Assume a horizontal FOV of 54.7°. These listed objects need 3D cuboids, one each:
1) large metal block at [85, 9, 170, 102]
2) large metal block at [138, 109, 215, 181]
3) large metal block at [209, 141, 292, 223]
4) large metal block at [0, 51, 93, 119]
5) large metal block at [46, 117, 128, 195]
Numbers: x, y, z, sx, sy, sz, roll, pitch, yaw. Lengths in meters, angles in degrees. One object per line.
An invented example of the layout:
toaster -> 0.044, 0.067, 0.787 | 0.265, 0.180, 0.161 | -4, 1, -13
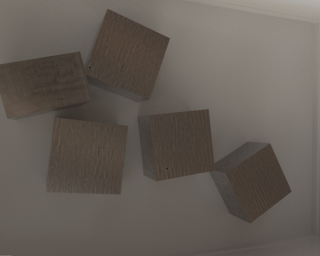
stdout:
large metal block -> -0.044, -0.084, 0.381 | 0.080, 0.050, 0.080 | 20, 83, -19
large metal block -> 0.020, 0.020, 0.406 | 0.081, 0.050, 0.079 | -7, 93, -20
large metal block -> 0.129, 0.075, 0.447 | 0.080, 0.050, 0.080 | -30, 100, -18
large metal block -> -0.125, -0.043, 0.336 | 0.081, 0.080, 0.050 | -15, 96, -20
large metal block -> -0.087, 0.032, 0.366 | 0.081, 0.050, 0.080 | 7, 88, -20
